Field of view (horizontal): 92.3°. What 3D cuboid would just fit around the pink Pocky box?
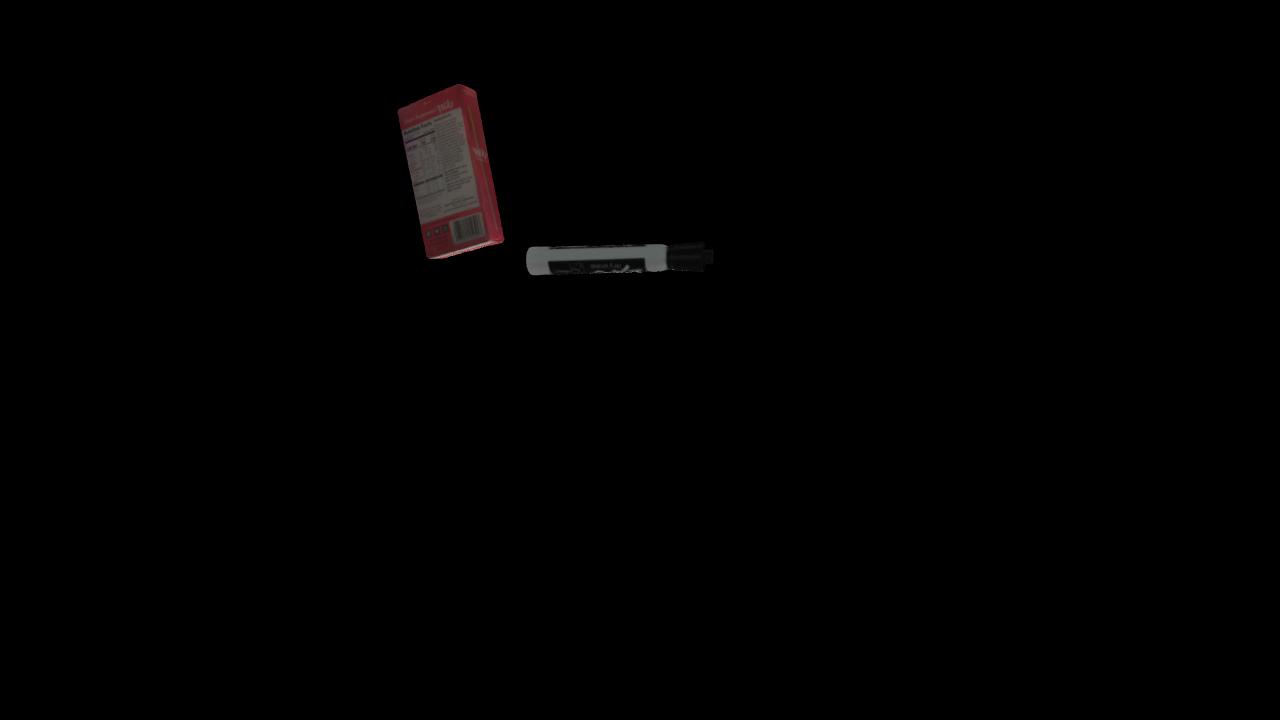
[{"bbox_3d":[-0.191,-0.186,0.620,0.084,0.155,0.029,-9,3,25],"label":"pink Pocky box"}]

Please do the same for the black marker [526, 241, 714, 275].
[{"bbox_3d":[-0.014,-0.065,0.395,0.121,0.020,0.020,1,0,12],"label":"black marker"}]
